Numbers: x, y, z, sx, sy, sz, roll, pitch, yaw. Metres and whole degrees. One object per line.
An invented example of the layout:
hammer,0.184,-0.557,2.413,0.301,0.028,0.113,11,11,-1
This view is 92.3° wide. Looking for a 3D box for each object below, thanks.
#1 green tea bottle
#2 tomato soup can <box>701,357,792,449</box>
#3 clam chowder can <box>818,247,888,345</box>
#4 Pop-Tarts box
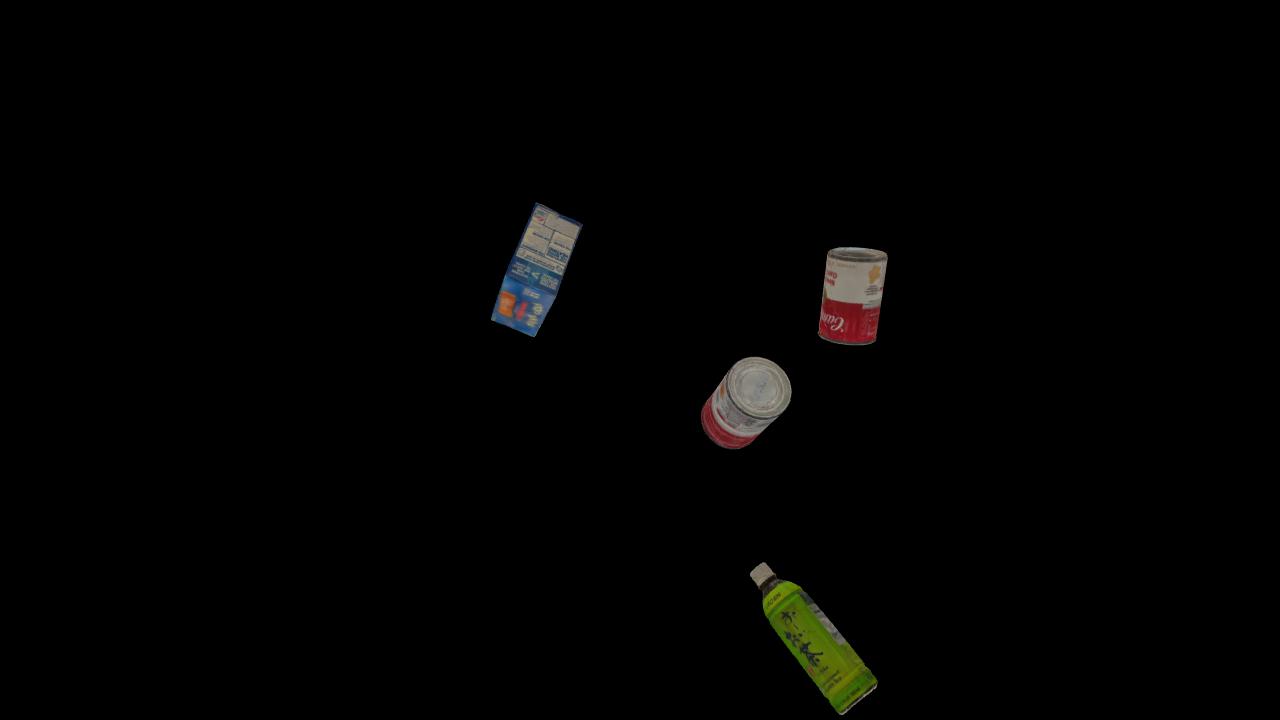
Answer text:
green tea bottle,0.234,0.380,0.866,0.073,0.073,0.212,0,40,-42
tomato soup can,0.107,0.046,0.635,0.068,0.068,0.101,0,-24,-9
clam chowder can,0.248,-0.076,0.719,0.068,0.102,0.068,1,21,0
Pop-Tarts box,-0.168,-0.139,0.984,0.083,0.141,0.167,21,-25,-12
